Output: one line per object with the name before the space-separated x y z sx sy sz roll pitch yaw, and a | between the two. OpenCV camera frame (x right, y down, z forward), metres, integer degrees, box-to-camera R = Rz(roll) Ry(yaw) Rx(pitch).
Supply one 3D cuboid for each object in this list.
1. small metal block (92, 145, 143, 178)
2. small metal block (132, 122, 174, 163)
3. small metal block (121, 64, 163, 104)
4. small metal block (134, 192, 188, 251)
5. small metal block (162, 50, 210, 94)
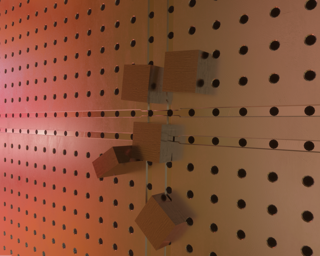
small metal block | -0.059 0.048 0.443 0.050 0.050 0.025 -36 68 34
small metal block | -0.010 0.018 0.419 0.050 0.025 0.050 6 94 40
small metal block | -0.026 -0.061 0.432 0.050 0.025 0.050 10 96 39
small metal block | 0.000 0.123 0.410 0.050 0.025 0.050 46 118 30
small metal block | 0.032 -0.068 0.384 0.050 0.025 0.050 8 95 40
